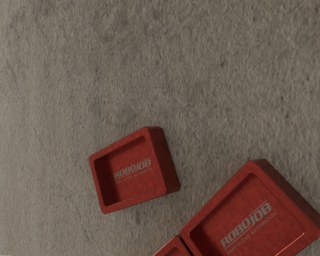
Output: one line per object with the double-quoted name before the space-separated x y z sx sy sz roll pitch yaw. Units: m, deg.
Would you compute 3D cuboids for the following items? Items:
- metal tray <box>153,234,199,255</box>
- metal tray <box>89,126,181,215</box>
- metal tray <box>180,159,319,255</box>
"metal tray" 0.016 0.202 0.386 0.129 0.030 0.090 -51 61 27
"metal tray" -0.041 0.061 0.432 0.130 0.030 0.090 -27 73 36
"metal tray" 0.090 0.107 0.326 0.090 0.030 0.129 51 119 27
